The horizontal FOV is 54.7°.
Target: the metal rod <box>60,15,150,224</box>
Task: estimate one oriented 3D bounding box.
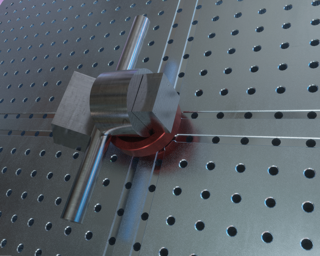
[{"bbox_3d":[-0.062,-0.029,0.404,0.025,0.025,0.300,1,62,28],"label":"metal rod"}]

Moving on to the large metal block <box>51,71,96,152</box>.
[{"bbox_3d":[-0.110,-0.019,0.433,0.050,0.080,0.080,19,65,-9],"label":"large metal block"}]

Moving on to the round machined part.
[{"bbox_3d":[-0.017,-0.007,0.408,0.098,0.042,0.098,-13,56,20],"label":"round machined part"}]

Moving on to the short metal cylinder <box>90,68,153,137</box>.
[{"bbox_3d":[-0.038,-0.029,0.371,0.050,0.080,0.080,1,62,28],"label":"short metal cylinder"}]

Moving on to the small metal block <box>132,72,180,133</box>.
[{"bbox_3d":[-0.003,-0.028,0.355,0.025,0.050,0.050,1,63,28],"label":"small metal block"}]
